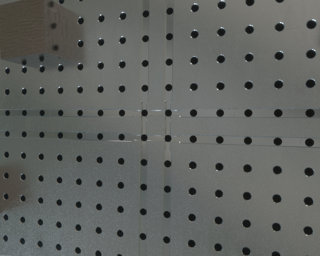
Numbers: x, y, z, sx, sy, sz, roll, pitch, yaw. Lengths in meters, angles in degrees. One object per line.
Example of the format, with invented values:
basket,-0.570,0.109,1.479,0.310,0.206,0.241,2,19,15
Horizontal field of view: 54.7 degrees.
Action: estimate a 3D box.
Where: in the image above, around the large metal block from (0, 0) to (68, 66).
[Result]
large metal block,-0.189,-0.142,0.464,0.080,0.050,0.079,-3,89,19
